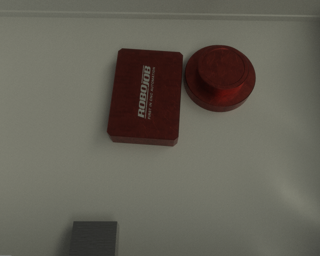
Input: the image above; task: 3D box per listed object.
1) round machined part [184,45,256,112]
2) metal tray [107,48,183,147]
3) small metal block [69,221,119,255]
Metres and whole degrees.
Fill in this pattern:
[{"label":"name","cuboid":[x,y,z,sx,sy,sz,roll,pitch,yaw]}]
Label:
[{"label":"round machined part","cuboid":[0.084,-0.075,0.429,0.099,0.042,0.098,0,70,-1]},{"label":"metal tray","cuboid":[-0.017,-0.043,0.423,0.091,0.030,0.130,4,70,1]},{"label":"small metal block","cuboid":[-0.075,0.135,0.355,0.050,0.025,0.050,0,60,0]}]
